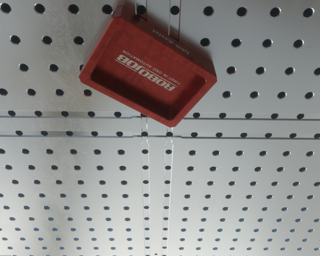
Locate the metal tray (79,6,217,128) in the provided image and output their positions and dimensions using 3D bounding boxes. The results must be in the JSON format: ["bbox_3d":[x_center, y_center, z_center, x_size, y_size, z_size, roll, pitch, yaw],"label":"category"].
[{"bbox_3d":[-0.013,-0.063,0.354,0.131,0.030,0.090,27,125,-21],"label":"metal tray"}]
